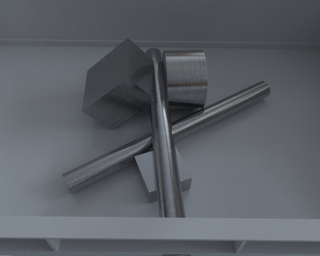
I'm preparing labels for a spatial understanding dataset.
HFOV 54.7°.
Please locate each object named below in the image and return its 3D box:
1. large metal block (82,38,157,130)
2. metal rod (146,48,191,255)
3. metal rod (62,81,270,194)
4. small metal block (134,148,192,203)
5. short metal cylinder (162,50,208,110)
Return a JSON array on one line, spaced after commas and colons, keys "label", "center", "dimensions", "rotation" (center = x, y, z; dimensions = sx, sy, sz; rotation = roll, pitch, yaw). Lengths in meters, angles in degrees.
[{"label": "large metal block", "center": [-0.053, -0.057, 0.409], "dimensions": [0.080, 0.050, 0.080], "rotation": [-31, 44, 27]}, {"label": "metal rod", "center": [0.002, 0.003, 0.367], "dimensions": [0.025, 0.025, 0.300], "rotation": [-4, 49, -3]}, {"label": "metal rod", "center": [0.023, 0.003, 0.400], "dimensions": [0.302, 0.025, 0.025], "rotation": [-25, 55, -20]}, {"label": "small metal block", "center": [0.003, 0.052, 0.360], "dimensions": [0.050, 0.025, 0.050], "rotation": [-17, 52, -14]}, {"label": "short metal cylinder", "center": [0.031, -0.065, 0.422], "dimensions": [0.050, 0.080, 0.080], "rotation": [-2, 50, -4]}]
